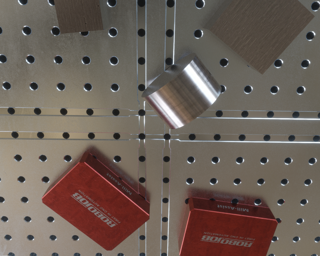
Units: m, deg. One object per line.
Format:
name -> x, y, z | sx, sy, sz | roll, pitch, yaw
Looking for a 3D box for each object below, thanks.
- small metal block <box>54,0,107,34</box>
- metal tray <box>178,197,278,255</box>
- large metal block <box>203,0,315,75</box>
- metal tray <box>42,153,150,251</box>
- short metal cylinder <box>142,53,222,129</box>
small metal block -> -0.093, -0.139, 0.361 | 0.050, 0.025, 0.050 | -5, 110, 1
metal tray -> 0.100, 0.160, 0.471 | 0.131, 0.030, 0.089 | 9, 110, -4
large metal block -> 0.110, -0.122, 0.357 | 0.080, 0.050, 0.080 | 36, 106, -13
metal tray -> -0.090, 0.109, 0.450 | 0.090, 0.030, 0.130 | -43, 105, 14
short metal cylinder -> 0.025, -0.044, 0.368 | 0.080, 0.080, 0.050 | -37, 106, 12
